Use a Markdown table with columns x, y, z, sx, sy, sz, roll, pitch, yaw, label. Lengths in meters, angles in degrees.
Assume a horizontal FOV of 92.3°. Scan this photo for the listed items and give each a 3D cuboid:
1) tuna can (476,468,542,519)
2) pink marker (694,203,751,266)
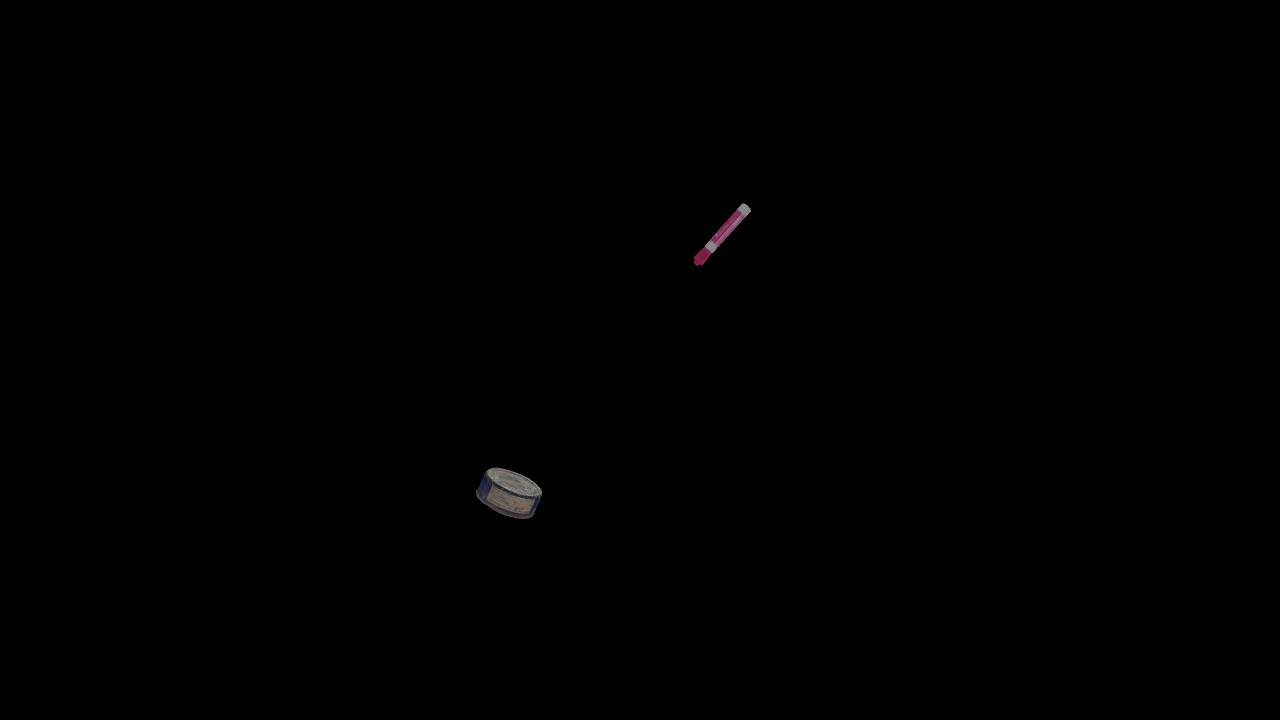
| x | y | z | sx | sy | sz | roll | pitch | yaw | label |
| --- | --- | --- | --- | --- | --- | --- | --- | --- | --- |
| -0.176 | 0.179 | 0.834 | 0.084 | 0.034 | 0.084 | 24 | 3 | -1 | tuna can |
| 0.127 | -0.194 | 0.959 | 0.020 | 0.121 | 0.020 | 42 | -2 | 2 | pink marker |
